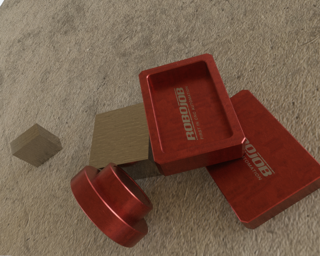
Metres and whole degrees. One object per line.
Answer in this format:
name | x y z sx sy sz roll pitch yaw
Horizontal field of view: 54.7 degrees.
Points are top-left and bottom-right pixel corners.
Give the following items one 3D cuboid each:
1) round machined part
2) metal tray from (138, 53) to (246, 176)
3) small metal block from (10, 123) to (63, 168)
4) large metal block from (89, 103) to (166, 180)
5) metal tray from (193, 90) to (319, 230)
round machined part | -0.046 0.076 0.335 0.042 0.098 0.098 -43 51 -1
metal tray | 0.031 -0.019 0.344 0.090 0.030 0.130 -15 55 4
small metal block | -0.186 0.027 0.469 0.050 0.050 0.025 -37 51 4
large metal block | -0.039 0.020 0.396 0.080 0.050 0.080 -13 56 21
metal tray | 0.094 0.028 0.334 0.090 0.030 0.130 -34 51 5
